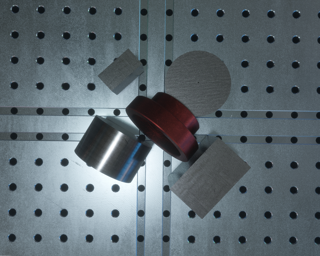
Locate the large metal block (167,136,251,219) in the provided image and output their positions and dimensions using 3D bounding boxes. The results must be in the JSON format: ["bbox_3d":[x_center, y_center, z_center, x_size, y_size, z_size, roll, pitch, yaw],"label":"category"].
[{"bbox_3d":[0.056,0.056,0.387,0.050,0.080,0.080,43,90,-1],"label":"large metal block"}]

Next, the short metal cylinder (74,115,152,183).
[{"bbox_3d":[-0.057,0.026,0.385,0.080,0.080,0.050,31,90,-1],"label":"short metal cylinder"}]

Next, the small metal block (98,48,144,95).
[{"bbox_3d":[-0.049,-0.071,0.400,0.050,0.050,0.025,-42,90,0],"label":"small metal block"}]

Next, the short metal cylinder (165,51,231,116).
[{"bbox_3d":[0.046,-0.054,0.401,0.081,0.050,0.079,0,90,-1],"label":"short metal cylinder"}]

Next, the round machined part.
[{"bbox_3d":[0.009,-0.006,0.377,0.098,0.098,0.042,41,78,-1],"label":"round machined part"}]
